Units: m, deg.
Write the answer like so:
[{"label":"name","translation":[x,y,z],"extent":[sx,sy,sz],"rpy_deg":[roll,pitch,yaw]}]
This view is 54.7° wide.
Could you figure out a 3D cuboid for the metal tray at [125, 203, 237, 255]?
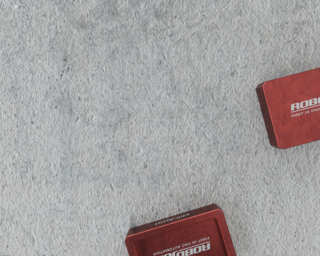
[{"label":"metal tray","translation":[0.029,0.163,0.407],"extent":[0.131,0.030,0.090],"rpy_deg":[-17,90,0]}]

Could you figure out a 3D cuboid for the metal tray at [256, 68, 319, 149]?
[{"label":"metal tray","translation":[0.204,-0.031,0.409],"extent":[0.131,0.030,0.090],"rpy_deg":[-15,90,0]}]
